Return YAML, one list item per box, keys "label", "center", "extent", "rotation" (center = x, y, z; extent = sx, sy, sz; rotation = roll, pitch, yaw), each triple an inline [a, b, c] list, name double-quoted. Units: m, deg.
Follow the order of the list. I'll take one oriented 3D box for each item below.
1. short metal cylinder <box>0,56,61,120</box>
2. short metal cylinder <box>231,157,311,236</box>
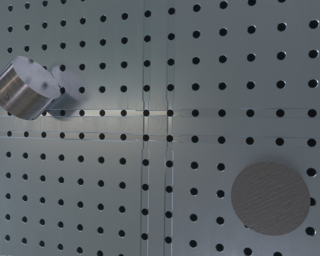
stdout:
- label: "short metal cylinder"
  center: [-0.194, -0.058, 0.452]
  extent: [0.050, 0.080, 0.080]
  rotation: [-40, 78, 16]
- label: "short metal cylinder"
  center: [0.125, 0.075, 0.355]
  extent: [0.080, 0.050, 0.079]
  rotation: [0, 90, 20]
